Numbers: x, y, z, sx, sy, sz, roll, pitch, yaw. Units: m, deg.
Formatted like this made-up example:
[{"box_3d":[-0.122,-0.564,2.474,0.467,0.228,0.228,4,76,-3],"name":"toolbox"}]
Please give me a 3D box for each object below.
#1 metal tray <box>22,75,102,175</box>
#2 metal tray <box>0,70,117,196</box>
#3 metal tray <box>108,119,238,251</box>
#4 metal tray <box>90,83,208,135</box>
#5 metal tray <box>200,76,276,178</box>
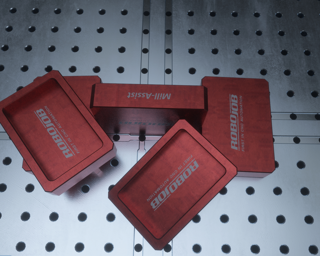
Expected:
[{"box_3d":[-0.123,-0.005,0.409,0.091,0.030,0.129,-1,71,-1],"name":"metal tray"},{"box_3d":[-0.125,0.003,0.373,0.090,0.030,0.130,-36,75,-13],"name":"metal tray"},{"box_3d":[0.015,0.065,0.366,0.130,0.030,0.090,-46,77,2],"name":"metal tray"},{"box_3d":[-0.012,-0.020,0.383,0.131,0.090,0.030,1,70,0],"name":"metal tray"},{"box_3d":[0.098,-0.003,0.410,0.091,0.030,0.130,3,70,0],"name":"metal tray"}]
